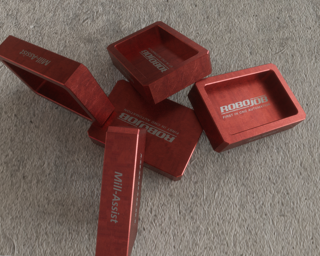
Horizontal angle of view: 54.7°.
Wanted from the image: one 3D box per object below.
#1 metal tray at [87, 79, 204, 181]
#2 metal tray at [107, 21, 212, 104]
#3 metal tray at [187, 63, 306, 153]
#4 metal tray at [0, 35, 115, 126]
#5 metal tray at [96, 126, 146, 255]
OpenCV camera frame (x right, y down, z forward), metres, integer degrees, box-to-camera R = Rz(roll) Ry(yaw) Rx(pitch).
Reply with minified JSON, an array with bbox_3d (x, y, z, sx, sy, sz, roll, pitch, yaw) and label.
[{"bbox_3d":[-0.015,0.002,0.406,0.130,0.030,0.090,24,72,8],"label":"metal tray"},{"bbox_3d":[-0.005,-0.092,0.409,0.090,0.030,0.130,-30,44,-11],"label":"metal tray"},{"bbox_3d":[0.112,-0.029,0.401,0.131,0.030,0.090,-16,70,-22],"label":"metal tray"},{"bbox_3d":[-0.127,-0.057,0.378,0.130,0.090,0.030,24,71,26],"label":"metal tray"},{"bbox_3d":[-0.038,0.063,0.331,0.030,0.090,0.129,5,91,2],"label":"metal tray"}]
